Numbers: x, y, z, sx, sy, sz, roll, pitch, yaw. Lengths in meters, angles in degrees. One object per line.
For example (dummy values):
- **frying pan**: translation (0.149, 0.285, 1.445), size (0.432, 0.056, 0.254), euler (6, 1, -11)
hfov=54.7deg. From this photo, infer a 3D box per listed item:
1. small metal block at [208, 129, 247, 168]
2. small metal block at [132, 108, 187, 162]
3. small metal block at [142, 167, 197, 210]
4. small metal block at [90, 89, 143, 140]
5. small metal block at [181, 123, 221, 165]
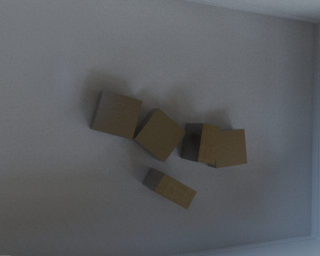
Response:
- **small metal block**: translation (0.095, 0.028, 0.445), size (0.050, 0.025, 0.050), euler (-6, 92, -20)
- **small metal block**: translation (-0.002, 0.009, 0.408), size (0.050, 0.025, 0.050), euler (41, 77, -16)
- **small metal block**: translation (0.011, 0.077, 0.400), size (0.050, 0.050, 0.025), euler (32, 81, -18)
- **small metal block**: translation (-0.055, -0.016, 0.388), size (0.050, 0.025, 0.050), euler (16, 85, -20)
- **small metal block**: translation (0.054, 0.020, 0.417), size (0.025, 0.050, 0.050), euler (10, 87, -21)
